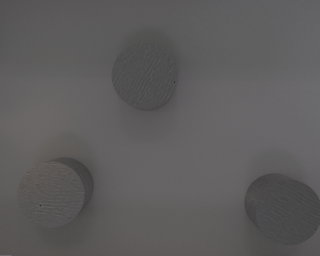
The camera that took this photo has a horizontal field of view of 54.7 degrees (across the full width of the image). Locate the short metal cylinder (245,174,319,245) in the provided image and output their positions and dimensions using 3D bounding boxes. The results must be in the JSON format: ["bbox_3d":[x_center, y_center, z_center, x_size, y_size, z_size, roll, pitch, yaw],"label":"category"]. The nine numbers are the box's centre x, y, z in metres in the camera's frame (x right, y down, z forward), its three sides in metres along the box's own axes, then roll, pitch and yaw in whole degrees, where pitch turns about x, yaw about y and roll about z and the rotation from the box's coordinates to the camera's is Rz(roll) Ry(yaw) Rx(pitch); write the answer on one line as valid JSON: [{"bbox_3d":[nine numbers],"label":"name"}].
[{"bbox_3d":[0.156,0.102,0.400,0.081,0.050,0.080,0,90,0],"label":"short metal cylinder"}]

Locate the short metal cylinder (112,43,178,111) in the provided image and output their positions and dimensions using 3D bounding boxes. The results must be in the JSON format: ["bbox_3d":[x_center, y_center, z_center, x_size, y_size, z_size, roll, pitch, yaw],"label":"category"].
[{"bbox_3d":[-0.018,-0.063,0.399,0.081,0.050,0.080,0,90,0],"label":"short metal cylinder"}]

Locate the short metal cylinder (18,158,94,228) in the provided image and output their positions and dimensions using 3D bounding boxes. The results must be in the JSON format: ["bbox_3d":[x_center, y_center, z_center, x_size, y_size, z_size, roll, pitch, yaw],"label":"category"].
[{"bbox_3d":[-0.131,0.080,0.398,0.081,0.050,0.080,0,90,0],"label":"short metal cylinder"}]
